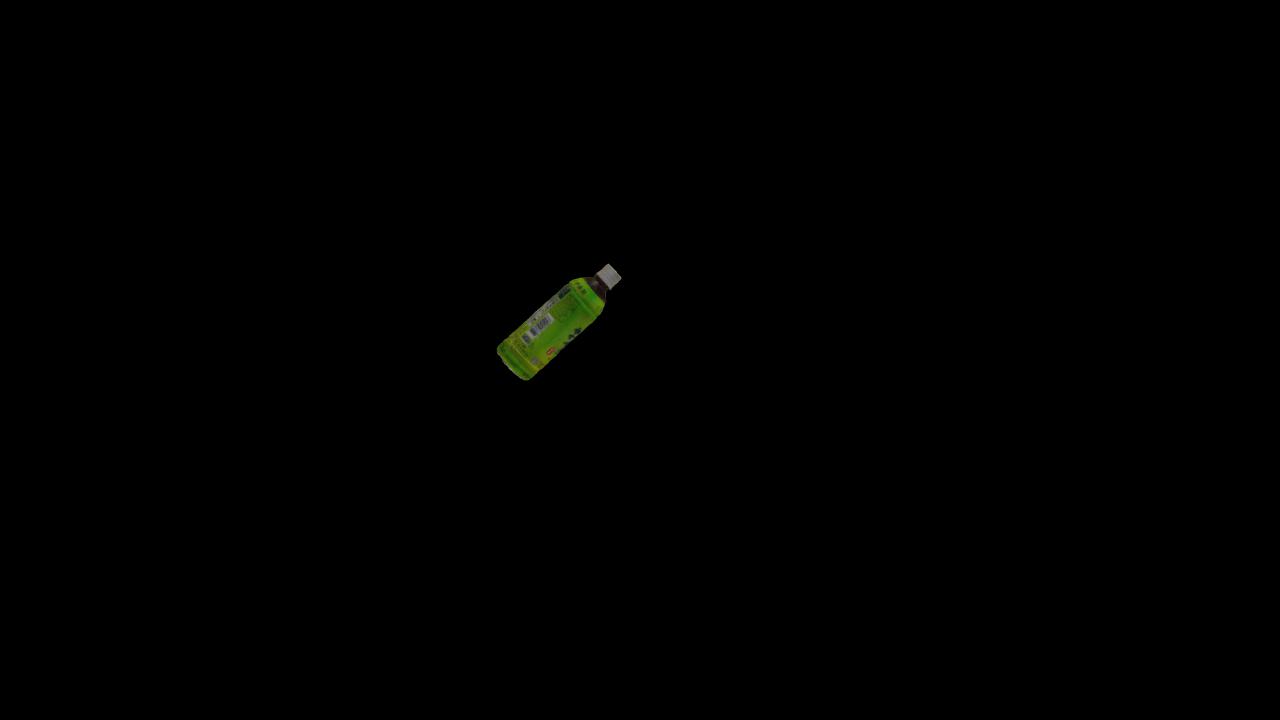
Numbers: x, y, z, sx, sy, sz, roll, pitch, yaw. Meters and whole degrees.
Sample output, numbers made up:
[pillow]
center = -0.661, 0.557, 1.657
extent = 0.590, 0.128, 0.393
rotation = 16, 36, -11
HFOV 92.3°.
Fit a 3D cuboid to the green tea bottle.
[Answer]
[green tea bottle]
center = -0.115, -0.062, 0.916
extent = 0.212, 0.073, 0.073
rotation = -42, -3, 4
